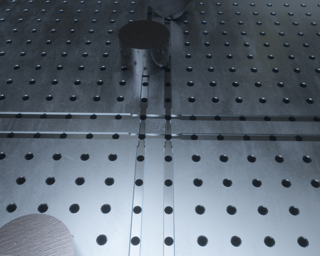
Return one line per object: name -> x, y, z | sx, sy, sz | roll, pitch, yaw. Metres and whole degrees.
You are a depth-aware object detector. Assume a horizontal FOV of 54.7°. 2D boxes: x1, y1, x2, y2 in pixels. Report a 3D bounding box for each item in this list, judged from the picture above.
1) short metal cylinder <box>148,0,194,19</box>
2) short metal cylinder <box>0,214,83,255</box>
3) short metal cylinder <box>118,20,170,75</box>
short metal cylinder -> 0.023, -0.256, 0.588 | 0.080, 0.080, 0.050 | 21, 53, 16
short metal cylinder -> -0.115, 0.127, 0.283 | 0.081, 0.050, 0.080 | 0, 50, 0
short metal cylinder -> -0.025, -0.131, 0.501 | 0.081, 0.050, 0.080 | 0, 50, 0
